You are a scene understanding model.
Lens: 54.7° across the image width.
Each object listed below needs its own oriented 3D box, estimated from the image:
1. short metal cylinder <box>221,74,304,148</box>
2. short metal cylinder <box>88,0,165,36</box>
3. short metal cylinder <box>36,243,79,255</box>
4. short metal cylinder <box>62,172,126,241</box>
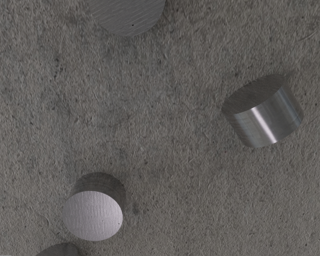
[{"bbox_3d":[0.122,-0.021,0.374,0.080,0.080,0.050,-33,107,11],"label":"short metal cylinder"},{"bbox_3d":[-0.035,-0.144,0.343,0.081,0.050,0.079,0,110,0],"label":"short metal cylinder"},{"bbox_3d":[-0.153,0.219,0.460,0.080,0.080,0.050,-14,110,5],"label":"short metal cylinder"},{"bbox_3d":[-0.090,0.110,0.436,0.081,0.050,0.079,0,110,0],"label":"short metal cylinder"}]
